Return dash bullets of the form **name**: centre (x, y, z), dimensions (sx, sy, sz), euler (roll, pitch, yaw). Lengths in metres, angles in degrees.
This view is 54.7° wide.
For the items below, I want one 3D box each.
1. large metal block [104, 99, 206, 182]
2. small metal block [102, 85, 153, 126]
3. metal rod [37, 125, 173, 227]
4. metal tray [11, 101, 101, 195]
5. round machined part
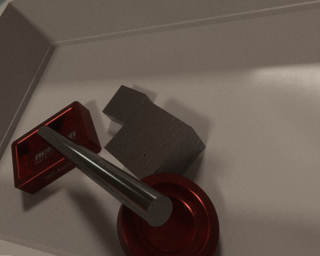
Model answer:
- **large metal block**: centre (-0.006, 0.023, 0.377), dimensions (0.080, 0.050, 0.080), euler (34, 81, 38)
- **small metal block**: centre (-0.046, -0.029, 0.447), dimensions (0.050, 0.025, 0.050), euler (25, 75, 36)
- **metal rod**: centre (-0.088, 0.036, 0.358), dimensions (0.300, 0.025, 0.025), euler (18, 70, 52)
- **metal tray**: centre (-0.159, 0.028, 0.466), dimensions (0.130, 0.030, 0.090), euler (-32, 52, 7)
- **round machined part**: centre (0.006, 0.098, 0.309), dimensions (0.099, 0.042, 0.098), euler (10, 54, -14)
